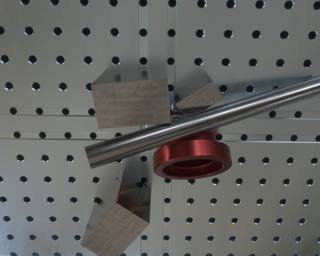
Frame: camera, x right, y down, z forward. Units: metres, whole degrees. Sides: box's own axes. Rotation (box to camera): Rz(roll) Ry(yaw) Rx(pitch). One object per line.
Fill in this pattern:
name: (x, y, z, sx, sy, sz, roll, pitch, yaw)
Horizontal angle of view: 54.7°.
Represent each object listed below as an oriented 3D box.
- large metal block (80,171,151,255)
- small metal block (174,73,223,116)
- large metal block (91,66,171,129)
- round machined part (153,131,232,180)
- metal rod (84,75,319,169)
large metal block: (-0.057, 0.120, 0.428, 0.050, 0.080, 0.080, 36, 106, -12)
small metal block: (0.046, -0.040, 0.386, 0.050, 0.050, 0.025, -31, 107, 11)
large metal block: (-0.030, -0.039, 0.369, 0.080, 0.080, 0.050, -5, 110, 1)
round machined part: (0.040, 0.033, 0.399, 0.099, 0.098, 0.042, -3, 65, -1)
metal rod: (0.064, -0.012, 0.363, 0.302, 0.025, 0.025, -17, 110, -13)
